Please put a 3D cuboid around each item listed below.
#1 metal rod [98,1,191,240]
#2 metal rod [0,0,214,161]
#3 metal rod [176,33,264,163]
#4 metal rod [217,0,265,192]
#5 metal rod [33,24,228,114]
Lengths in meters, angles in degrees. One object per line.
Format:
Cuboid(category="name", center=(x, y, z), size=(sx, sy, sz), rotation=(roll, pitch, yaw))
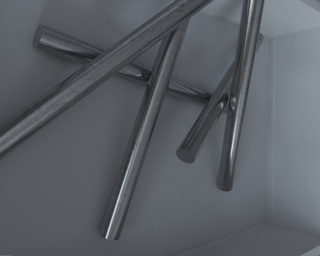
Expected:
Cuboid(category="metal rod", center=(-0.014, -0.016, 0.371), size=(0.025, 0.025, 0.299), rotation=(21, 84, -38))
Cuboid(category="metal rod", center=(-0.053, -0.066, 0.320), size=(0.301, 0.025, 0.025), rotation=(-41, 116, -18))
Cuboid(category="metal rod", center=(0.102, -0.063, 0.466), size=(0.025, 0.025, 0.301), rotation=(57, 49, -25))
Cuboid(category="metal rod", center=(0.110, -0.039, 0.435), size=(0.025, 0.025, 0.298), rotation=(-20, 124, -39))
Cuboid(category="metal rod", center=(-0.007, -0.063, 0.402), size=(0.302, 0.025, 0.025), rotation=(14, 81, -39))
